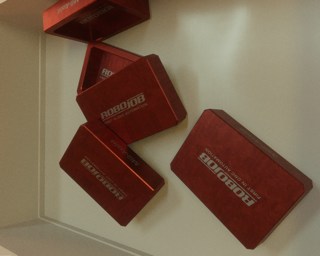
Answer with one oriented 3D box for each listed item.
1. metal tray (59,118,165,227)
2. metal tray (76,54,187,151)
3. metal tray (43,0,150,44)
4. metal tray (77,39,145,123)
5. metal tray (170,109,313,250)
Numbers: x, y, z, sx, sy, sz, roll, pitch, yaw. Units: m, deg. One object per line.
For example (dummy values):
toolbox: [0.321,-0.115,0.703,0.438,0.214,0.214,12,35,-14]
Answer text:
metal tray: [-0.069,0.061,0.422,0.130,0.030,0.089,42,123,7]
metal tray: [-0.041,-0.028,0.408,0.130,0.030,0.090,-22,98,33]
metal tray: [-0.091,-0.159,0.436,0.130,0.091,0.030,-10,84,39]
metal tray: [-0.065,-0.070,0.454,0.130,0.030,0.089,28,107,36]
metal tray: [0.080,0.050,0.336,0.130,0.030,0.089,44,116,30]
